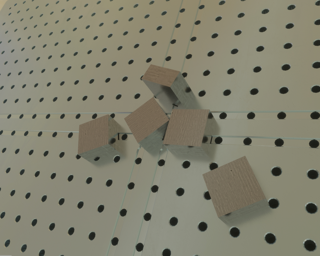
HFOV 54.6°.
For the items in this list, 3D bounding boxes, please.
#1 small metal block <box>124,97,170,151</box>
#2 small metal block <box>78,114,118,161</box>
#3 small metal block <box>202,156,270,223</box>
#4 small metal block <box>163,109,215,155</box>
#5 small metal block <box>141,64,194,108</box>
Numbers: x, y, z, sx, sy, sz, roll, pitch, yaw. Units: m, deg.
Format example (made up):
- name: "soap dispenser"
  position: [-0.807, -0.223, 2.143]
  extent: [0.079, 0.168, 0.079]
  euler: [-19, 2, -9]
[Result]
- name: "small metal block"
  position: [-0.014, -0.006, 0.420]
  extent: [0.050, 0.025, 0.050]
  euler: [-36, 51, 4]
- name: "small metal block"
  position: [-0.089, 0.014, 0.448]
  extent: [0.050, 0.025, 0.050]
  euler: [-19, 54, 17]
- name: "small metal block"
  position: [0.079, 0.065, 0.327]
  extent: [0.050, 0.025, 0.050]
  euler: [-26, 53, 12]
- name: "small metal block"
  position: [0.037, 0.004, 0.387]
  extent: [0.050, 0.025, 0.050]
  euler: [2, 63, 29]
- name: "small metal block"
  position: [0.011, -0.057, 0.423]
  extent: [0.050, 0.050, 0.025]
  euler: [22, 74, 36]
